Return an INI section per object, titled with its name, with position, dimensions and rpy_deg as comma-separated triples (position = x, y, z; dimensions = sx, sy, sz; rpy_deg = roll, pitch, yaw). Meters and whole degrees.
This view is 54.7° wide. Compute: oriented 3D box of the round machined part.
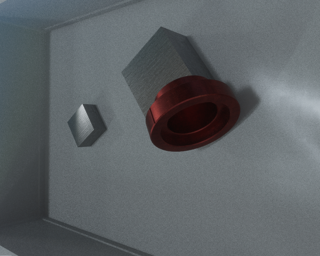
[round machined part]
position = 0.032, -0.018, 0.334
dimensions = 0.098, 0.099, 0.042
rpy_deg = -42, 50, 32

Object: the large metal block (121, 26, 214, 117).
[large metal block]
position = 0.010, -0.062, 0.381
dimensions = 0.080, 0.050, 0.080
rpy_deg = -42, 65, 31

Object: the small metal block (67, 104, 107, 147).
[small metal block]
position = -0.119, -0.004, 0.502
dimensions = 0.050, 0.025, 0.050
rpy_deg = -42, 65, 31
